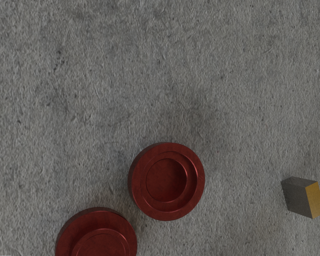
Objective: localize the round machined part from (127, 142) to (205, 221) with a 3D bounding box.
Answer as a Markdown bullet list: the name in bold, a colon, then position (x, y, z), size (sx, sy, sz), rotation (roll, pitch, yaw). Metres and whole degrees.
- **round machined part**: position (0.005, 0.067, 0.403), size (0.099, 0.042, 0.097), rotation (0, 90, -21)

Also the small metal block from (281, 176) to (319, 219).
- **small metal block**: position (0.220, 0.106, 0.479), size (0.025, 0.050, 0.050), rotation (-18, 97, -19)

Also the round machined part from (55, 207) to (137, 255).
- **round machined part**: position (-0.074, 0.149, 0.373), size (0.099, 0.042, 0.097), rotation (0, 90, -21)
